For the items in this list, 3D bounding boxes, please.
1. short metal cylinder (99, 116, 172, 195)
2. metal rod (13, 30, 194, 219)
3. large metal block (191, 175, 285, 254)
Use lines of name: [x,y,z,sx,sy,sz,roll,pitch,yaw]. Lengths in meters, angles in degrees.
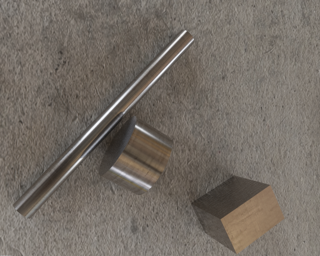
short metal cylinder: [-0.030,0.032,0.369,0.050,0.080,0.080,32,80,-17]
metal rod: [-0.060,-0.015,0.387,0.025,0.025,0.300,45,76,-15]
large metal block: [0.102,0.111,0.418,0.080,0.080,0.050,-28,100,-18]
